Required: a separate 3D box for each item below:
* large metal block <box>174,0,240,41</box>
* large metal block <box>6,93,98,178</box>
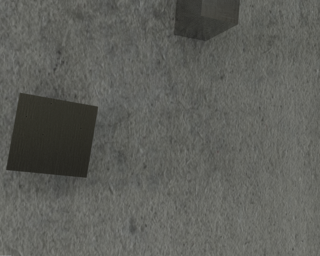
[{"bbox_3d":[0.060,-0.167,0.403,0.050,0.080,0.080,5,89,-20],"label":"large metal block"},{"bbox_3d":[-0.121,0.009,0.352,0.081,0.050,0.080,10,87,-20],"label":"large metal block"}]
